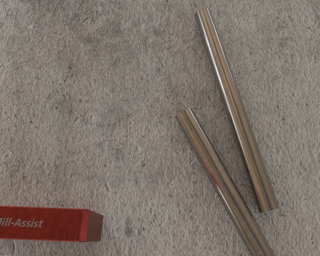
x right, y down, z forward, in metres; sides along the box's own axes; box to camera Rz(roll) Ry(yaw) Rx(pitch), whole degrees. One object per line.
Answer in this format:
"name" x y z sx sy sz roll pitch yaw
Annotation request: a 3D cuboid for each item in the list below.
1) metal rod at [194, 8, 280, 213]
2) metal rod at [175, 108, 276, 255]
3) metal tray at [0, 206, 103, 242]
"metal rod" 0.098 -0.037 0.422 0.025 0.025 0.299 -12 71 -5
"metal rod" 0.098 0.106 0.370 0.025 0.025 0.299 -25 72 -9
"metal tray" -0.135 0.104 0.333 0.131 0.090 0.030 2 70 0
